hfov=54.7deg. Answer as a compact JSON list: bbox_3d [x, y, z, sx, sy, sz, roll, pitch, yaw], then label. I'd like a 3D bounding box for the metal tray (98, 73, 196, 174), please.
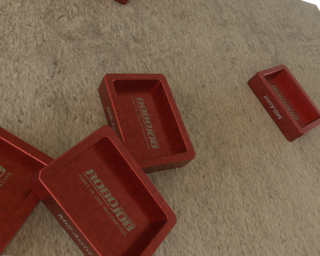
[{"bbox_3d":[-0.018,-0.009,0.397,0.091,0.030,0.130,-6,65,-31],"label":"metal tray"}]

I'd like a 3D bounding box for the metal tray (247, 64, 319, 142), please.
[{"bbox_3d":[0.227,-0.048,0.554,0.091,0.030,0.130,-21,73,-36],"label":"metal tray"}]

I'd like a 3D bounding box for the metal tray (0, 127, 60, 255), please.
[{"bbox_3d":[-0.163,0.064,0.273,0.090,0.030,0.130,33,51,-7],"label":"metal tray"}]

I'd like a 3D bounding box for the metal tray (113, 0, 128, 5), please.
[{"bbox_3d":[-0.103,-0.267,0.508,0.131,0.030,0.090,21,54,-16],"label":"metal tray"}]

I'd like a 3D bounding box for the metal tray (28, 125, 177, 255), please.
[{"bbox_3d":[-0.050,0.073,0.307,0.130,0.030,0.091,55,47,-7],"label":"metal tray"}]
